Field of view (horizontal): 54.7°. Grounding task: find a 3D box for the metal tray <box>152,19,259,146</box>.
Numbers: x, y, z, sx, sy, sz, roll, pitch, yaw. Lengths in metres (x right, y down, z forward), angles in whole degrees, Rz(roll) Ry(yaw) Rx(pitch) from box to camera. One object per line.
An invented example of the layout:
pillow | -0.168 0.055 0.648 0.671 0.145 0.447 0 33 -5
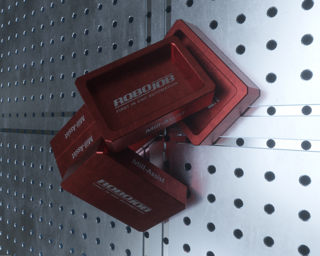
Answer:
metal tray | 0.041 -0.054 0.369 0.090 0.030 0.130 -51 61 27

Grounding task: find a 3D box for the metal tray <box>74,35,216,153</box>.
metal tray | -0.016 -0.041 0.347 0.131 0.030 0.090 -27 66 -11

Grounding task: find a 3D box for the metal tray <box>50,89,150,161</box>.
metal tray | -0.080 -0.001 0.430 0.130 0.091 0.030 -39 66 32

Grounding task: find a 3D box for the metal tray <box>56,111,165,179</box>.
metal tray | -0.067 0.024 0.418 0.130 0.091 0.030 -39 66 32

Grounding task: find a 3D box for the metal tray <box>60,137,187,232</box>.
metal tray | -0.042 0.073 0.382 0.090 0.130 0.030 -39 25 33
